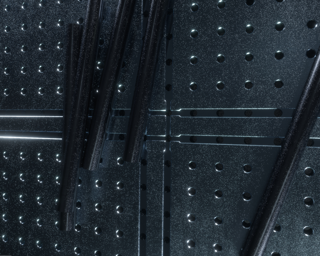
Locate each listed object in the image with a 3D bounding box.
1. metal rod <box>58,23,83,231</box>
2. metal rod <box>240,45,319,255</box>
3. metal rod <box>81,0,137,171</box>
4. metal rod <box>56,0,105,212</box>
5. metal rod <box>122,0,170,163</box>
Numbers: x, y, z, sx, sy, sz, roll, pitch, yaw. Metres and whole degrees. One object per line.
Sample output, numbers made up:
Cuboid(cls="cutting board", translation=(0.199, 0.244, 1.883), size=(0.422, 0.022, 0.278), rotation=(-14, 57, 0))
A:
Cuboid(cls="metal rod", translation=(-0.131, -0.001, 0.457), size=(0.025, 0.025, 0.298), rotation=(3, 91, 19))
Cuboid(cls="metal rod", translation=(0.151, 0.031, 0.359), size=(0.025, 0.025, 0.298), rotation=(20, 97, 18))
Cuboid(cls="metal rod", translation=(-0.066, -0.087, 0.434), size=(0.025, 0.025, 0.298), rotation=(15, 95, 19))
Cuboid(cls="metal rod", translation=(-0.111, -0.034, 0.437), size=(0.025, 0.025, 0.298), rotation=(7, 87, 19))
Cuboid(cls="metal rod", translation=(-0.013, -0.101, 0.416), size=(0.025, 0.025, 0.298), rotation=(12, 94, 19))
